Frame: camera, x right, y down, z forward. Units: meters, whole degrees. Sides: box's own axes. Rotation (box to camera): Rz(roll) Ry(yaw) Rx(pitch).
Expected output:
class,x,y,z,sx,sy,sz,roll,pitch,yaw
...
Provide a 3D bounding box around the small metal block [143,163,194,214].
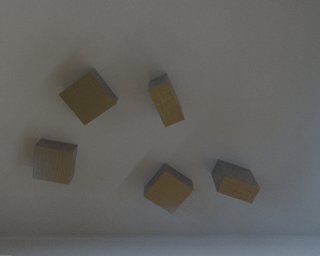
class,x,y,z,sx,sy,sz,roll,pitch,yaw
small metal block,0.012,0.087,0.443,0.050,0.025,0.050,35,106,-12

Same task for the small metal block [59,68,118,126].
class,x,y,z,sx,sy,sz,roll,pitch,yaw
small metal block,-0.090,-0.040,0.396,0.050,0.025,0.050,-33,107,11

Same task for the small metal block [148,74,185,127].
class,x,y,z,sx,sy,sz,roll,pitch,yaw
small metal block,0.008,-0.035,0.385,0.025,0.050,0.050,-22,109,8

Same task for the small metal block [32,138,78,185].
class,x,y,z,sx,sy,sz,roll,pitch,yaw
small metal block,-0.144,0.046,0.427,0.050,0.025,0.050,11,110,-4

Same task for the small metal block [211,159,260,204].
class,x,y,z,sx,sy,sz,roll,pitch,yaw
small metal block,0.102,0.072,0.425,0.050,0.050,0.025,20,109,-7
